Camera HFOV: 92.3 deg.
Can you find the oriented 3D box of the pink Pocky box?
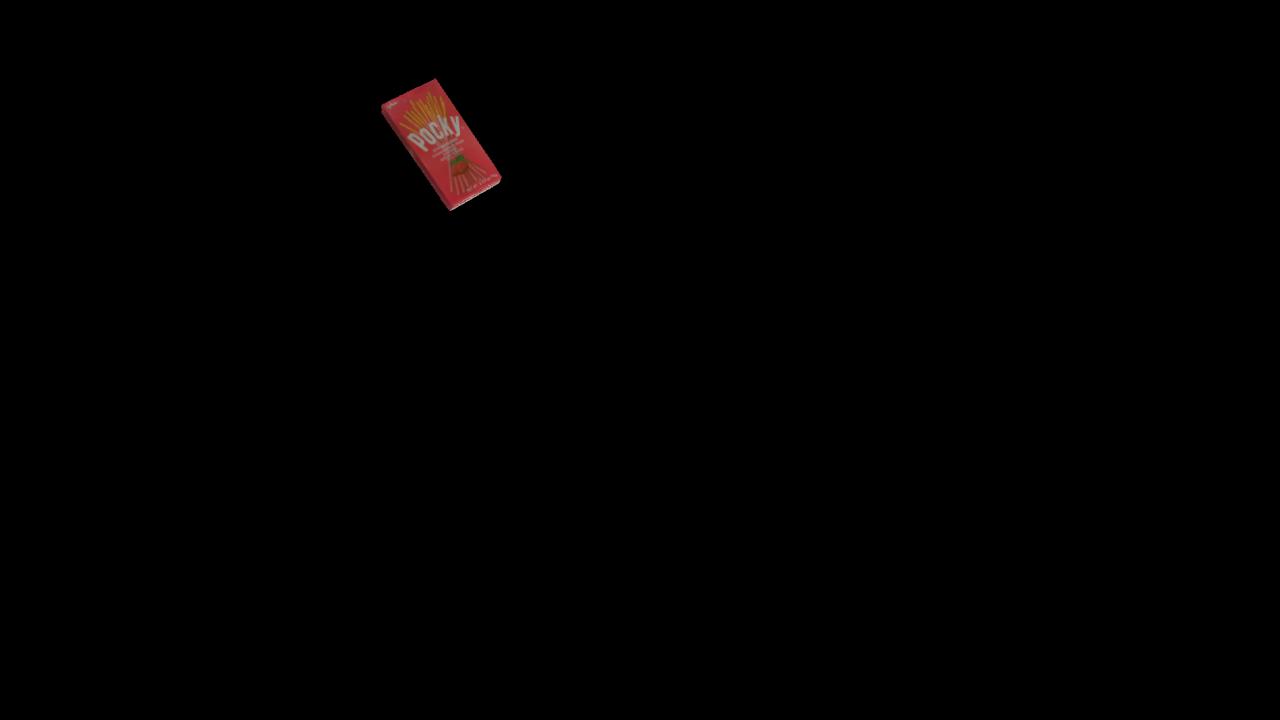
[{"bbox_3d":[-0.266,-0.290,0.830,0.084,0.155,0.029,-37,11,-19],"label":"pink Pocky box"}]
